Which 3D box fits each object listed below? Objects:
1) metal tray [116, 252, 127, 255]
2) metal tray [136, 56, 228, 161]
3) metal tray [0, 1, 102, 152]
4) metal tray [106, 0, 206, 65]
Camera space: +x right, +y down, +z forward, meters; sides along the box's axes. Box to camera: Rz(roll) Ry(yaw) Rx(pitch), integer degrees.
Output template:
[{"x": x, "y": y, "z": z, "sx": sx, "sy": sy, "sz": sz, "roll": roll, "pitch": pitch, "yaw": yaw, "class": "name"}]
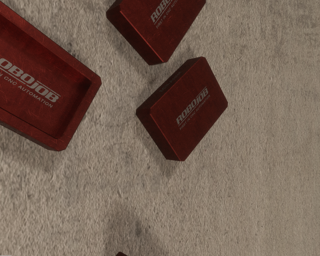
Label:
[{"x": 0.001, "y": 0.207, "z": 0.365, "sx": 0.030, "sy": 0.090, "sz": 0.130, "roll": -50, "pitch": 120, "yaw": -29, "class": "metal tray"}, {"x": 0.037, "y": -0.028, "z": 0.434, "sx": 0.131, "sy": 0.030, "sz": 0.090, "roll": -48, "pitch": 119, "yaw": -30, "class": "metal tray"}, {"x": -0.130, "y": -0.046, "z": 0.293, "sx": 0.130, "sy": 0.030, "sz": 0.090, "roll": 37, "pitch": 67, "yaw": -34, "class": "metal tray"}, {"x": 0.001, "y": -0.158, "z": 0.404, "sx": 0.090, "sy": 0.030, "sz": 0.130, "roll": 45, "pitch": 63, "yaw": -31, "class": "metal tray"}]
